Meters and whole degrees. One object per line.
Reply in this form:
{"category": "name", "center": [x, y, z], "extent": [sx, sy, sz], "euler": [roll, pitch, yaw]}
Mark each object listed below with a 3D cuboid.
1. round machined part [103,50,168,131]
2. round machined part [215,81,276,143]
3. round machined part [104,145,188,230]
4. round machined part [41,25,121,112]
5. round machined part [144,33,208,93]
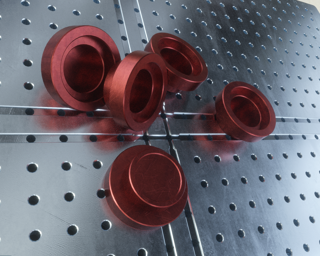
{"category": "round machined part", "center": [-0.033, -0.048, 0.386], "extent": [0.042, 0.097, 0.098], "euler": [17, 45, 26]}
{"category": "round machined part", "center": [0.127, -0.021, 0.481], "extent": [0.099, 0.042, 0.098], "euler": [14, 56, -21]}
{"category": "round machined part", "center": [-0.010, 0.063, 0.355], "extent": [0.099, 0.042, 0.098], "euler": [14, 56, -21]}
{"category": "round machined part", "center": [-0.096, -0.071, 0.368], "extent": [0.099, 0.042, 0.097], "euler": [-19, 115, -47]}
{"category": "round machined part", "center": [0.019, -0.091, 0.458], "extent": [0.099, 0.042, 0.098], "euler": [22, 44, -22]}
